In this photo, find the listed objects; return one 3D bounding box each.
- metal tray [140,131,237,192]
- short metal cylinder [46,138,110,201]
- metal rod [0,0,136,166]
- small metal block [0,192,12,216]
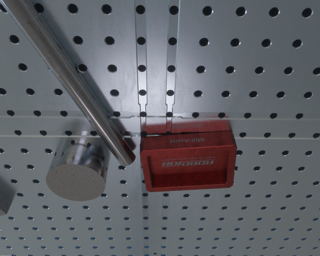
[{"bbox_3d":[0.041,0.051,0.452,0.131,0.030,0.089,-4,130,3],"label":"metal tray"},{"bbox_3d":[-0.116,0.061,0.446,0.081,0.050,0.079,0,130,0],"label":"short metal cylinder"},{"bbox_3d":[-0.105,-0.059,0.360,0.025,0.025,0.299,-18,128,14],"label":"metal rod"},{"bbox_3d":[-0.288,0.125,0.515,0.050,0.025,0.050,-17,129,13],"label":"small metal block"}]
